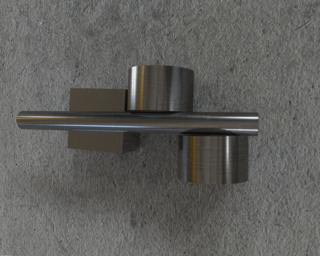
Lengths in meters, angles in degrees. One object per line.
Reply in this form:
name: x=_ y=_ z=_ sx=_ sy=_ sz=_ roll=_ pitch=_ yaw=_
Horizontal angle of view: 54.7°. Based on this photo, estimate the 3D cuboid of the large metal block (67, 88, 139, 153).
large metal block: x=-0.074 y=-0.011 z=0.418 sx=0.080 sy=0.050 sz=0.079 roll=3 pitch=91 yaw=19

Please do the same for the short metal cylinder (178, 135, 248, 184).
short metal cylinder: x=0.061 y=0.033 z=0.359 sx=0.080 sy=0.080 sz=0.050 roll=0 pitch=90 yaw=19

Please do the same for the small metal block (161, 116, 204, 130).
small metal block: x=0.034 y=-0.005 z=0.383 sx=0.050 sy=0.050 sz=0.025 roll=1 pitch=91 yaw=19

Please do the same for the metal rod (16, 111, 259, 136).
metal rod: x=-0.041 y=-0.007 z=0.369 sx=0.301 sy=0.025 sz=0.025 roll=1 pitch=91 yaw=18

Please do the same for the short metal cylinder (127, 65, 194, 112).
short metal cylinder: x=0.001 y=-0.045 z=0.381 sx=0.080 sy=0.080 sz=0.050 roll=2 pitch=91 yaw=19
